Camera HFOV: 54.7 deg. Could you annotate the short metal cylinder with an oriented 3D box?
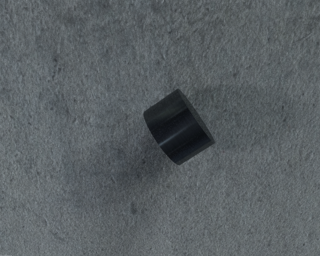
[{"bbox_3d":[0.024,-0.001,0.380,0.050,0.080,0.080,-34,107,11],"label":"short metal cylinder"}]
